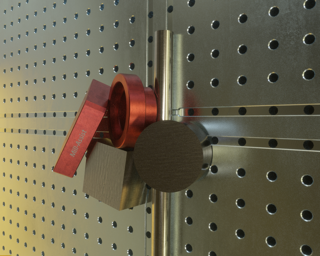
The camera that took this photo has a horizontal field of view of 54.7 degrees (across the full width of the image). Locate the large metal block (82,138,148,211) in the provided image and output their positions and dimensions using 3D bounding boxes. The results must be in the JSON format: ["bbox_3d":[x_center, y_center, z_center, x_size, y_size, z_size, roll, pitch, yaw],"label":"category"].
[{"bbox_3d":[-0.062,0.062,0.444,0.080,0.050,0.079,14,99,39],"label":"large metal block"}]

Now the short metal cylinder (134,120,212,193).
[{"bbox_3d":[0.016,0.031,0.363,0.080,0.050,0.079,0,90,20],"label":"short metal cylinder"}]

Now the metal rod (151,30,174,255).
[{"bbox_3d":[0.003,0.024,0.408,0.025,0.025,0.298,1,91,40],"label":"metal rod"}]

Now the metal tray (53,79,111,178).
[{"bbox_3d":[-0.118,0.000,0.471,0.129,0.030,0.090,-59,18,23],"label":"metal tray"}]

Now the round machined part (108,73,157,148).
[{"bbox_3d":[-0.036,-0.022,0.412,0.098,0.042,0.097,-178,90,-65],"label":"round machined part"}]
